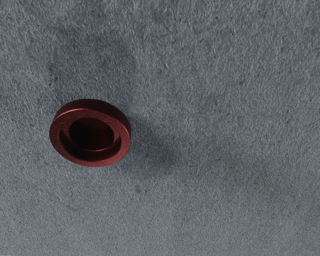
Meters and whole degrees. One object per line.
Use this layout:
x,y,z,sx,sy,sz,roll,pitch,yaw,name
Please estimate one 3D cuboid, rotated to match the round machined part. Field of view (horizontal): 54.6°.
-0.086,0.002,0.397,0.099,0.042,0.097,0,130,0,round machined part
